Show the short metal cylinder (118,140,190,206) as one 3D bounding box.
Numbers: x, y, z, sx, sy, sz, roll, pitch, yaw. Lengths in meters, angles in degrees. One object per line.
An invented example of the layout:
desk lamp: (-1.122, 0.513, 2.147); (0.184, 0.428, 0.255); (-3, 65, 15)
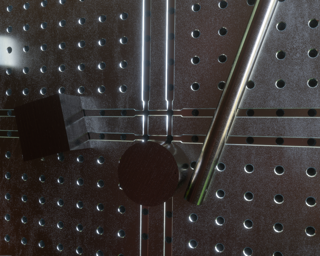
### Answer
short metal cylinder: (-0.007, 0.056, 0.402); (0.080, 0.050, 0.079); (0, 90, 20)

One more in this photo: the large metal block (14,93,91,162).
large metal block: (-0.158, 0.000, 0.455); (0.080, 0.050, 0.080); (-14, 85, 19)

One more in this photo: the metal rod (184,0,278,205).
metal rod: (0.091, -0.047, 0.380); (0.025, 0.025, 0.298); (21, 97, 18)
